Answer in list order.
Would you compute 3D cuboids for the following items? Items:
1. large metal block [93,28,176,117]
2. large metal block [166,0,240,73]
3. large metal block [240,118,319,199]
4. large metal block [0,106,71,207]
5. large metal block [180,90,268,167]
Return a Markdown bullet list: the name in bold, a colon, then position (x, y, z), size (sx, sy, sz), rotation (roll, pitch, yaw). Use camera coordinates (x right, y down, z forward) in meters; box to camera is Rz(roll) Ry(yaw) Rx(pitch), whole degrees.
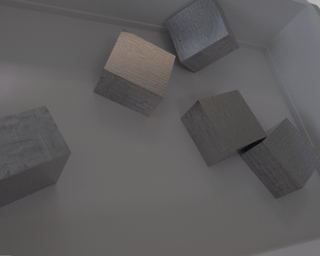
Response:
- **large metal block**: position (-0.033, -0.073, 0.417), size (0.080, 0.050, 0.080), rotation (25, 53, -13)
- **large metal block**: position (0.066, -0.146, 0.484), size (0.050, 0.080, 0.080), rotation (18, 50, -57)
- **large metal block**: position (0.180, 0.044, 0.460), size (0.081, 0.050, 0.080), rotation (-33, 80, -38)
- **large metal block**: position (-0.136, 0.032, 0.278), size (0.081, 0.080, 0.050), rotation (-23, 74, -36)
- **large metal block**: position (0.090, -0.001, 0.438), size (0.081, 0.050, 0.080), rotation (-17, 71, -35)
